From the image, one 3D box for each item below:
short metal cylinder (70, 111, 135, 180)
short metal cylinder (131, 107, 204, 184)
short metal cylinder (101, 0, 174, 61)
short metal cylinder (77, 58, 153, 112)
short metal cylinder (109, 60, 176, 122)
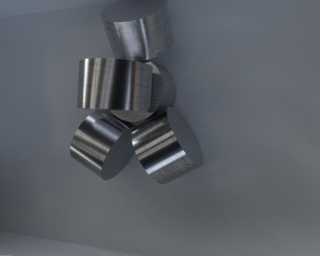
[{"bbox_3d":[-0.069,0.021,0.404,0.050,0.080,0.080,31,100,18],"label":"short metal cylinder"},{"bbox_3d":[0.010,0.021,0.376,0.050,0.080,0.080,-30,80,18],"label":"short metal cylinder"},{"bbox_3d":[-0.027,-0.125,0.382,0.080,0.080,0.050,4,134,20],"label":"short metal cylinder"},{"bbox_3d":[-0.050,-0.044,0.343,0.080,0.080,0.050,4,91,20],"label":"short metal cylinder"},{"bbox_3d":[-0.025,-0.047,0.403,0.080,0.050,0.080,0,90,20],"label":"short metal cylinder"}]
